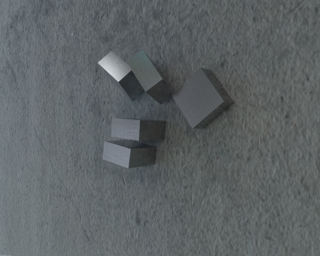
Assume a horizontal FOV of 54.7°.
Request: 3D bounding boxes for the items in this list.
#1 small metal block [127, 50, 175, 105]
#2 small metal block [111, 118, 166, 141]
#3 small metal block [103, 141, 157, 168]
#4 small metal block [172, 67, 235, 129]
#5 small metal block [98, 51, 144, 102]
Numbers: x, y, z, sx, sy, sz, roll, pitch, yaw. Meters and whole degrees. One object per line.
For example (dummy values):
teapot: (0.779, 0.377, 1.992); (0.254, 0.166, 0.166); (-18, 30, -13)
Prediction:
small metal block: (-0.010, -0.063, 0.391); (0.025, 0.050, 0.050); (-36, 66, 10)
small metal block: (-0.028, 0.001, 0.410); (0.050, 0.050, 0.025); (6, 94, 39)
small metal block: (-0.041, 0.034, 0.420); (0.050, 0.050, 0.025); (12, 98, 39)
small metal block: (0.049, -0.034, 0.363); (0.050, 0.025, 0.050); (-44, 64, 31)
small metal block: (-0.051, -0.071, 0.425); (0.025, 0.050, 0.050); (-43, 59, -5)
